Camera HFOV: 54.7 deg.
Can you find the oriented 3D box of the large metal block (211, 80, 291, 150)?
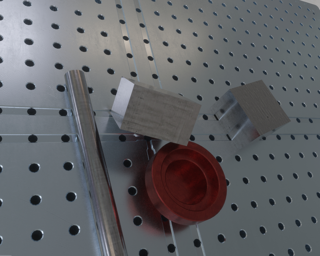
[{"bbox_3d":[0.141,-0.022,0.481,0.081,0.050,0.080,-19,72,-35],"label":"large metal block"}]

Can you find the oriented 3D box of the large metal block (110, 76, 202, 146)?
[{"bbox_3d":[-0.009,-0.023,0.374,0.081,0.080,0.050,15,100,-20],"label":"large metal block"}]

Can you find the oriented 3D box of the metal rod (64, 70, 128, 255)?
[{"bbox_3d":[-0.065,0.066,0.333,0.025,0.025,0.299,-4,64,-30],"label":"metal rod"}]

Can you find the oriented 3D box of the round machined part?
[{"bbox_3d":[0.027,0.067,0.371,0.099,0.042,0.098,14,56,-21],"label":"round machined part"}]
